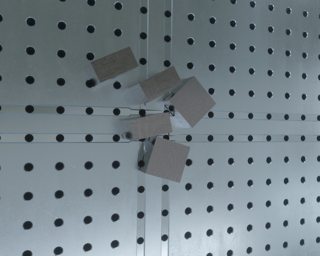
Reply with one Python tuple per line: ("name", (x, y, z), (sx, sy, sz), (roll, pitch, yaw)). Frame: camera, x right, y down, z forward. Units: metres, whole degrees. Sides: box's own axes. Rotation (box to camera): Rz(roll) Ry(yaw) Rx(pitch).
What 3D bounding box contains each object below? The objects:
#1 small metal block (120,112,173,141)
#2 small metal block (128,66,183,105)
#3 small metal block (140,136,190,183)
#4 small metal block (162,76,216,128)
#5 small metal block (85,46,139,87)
("small metal block", (-0.019, -0.002, 0.393), (0.050, 0.050, 0.025), (-12, 95, -20))
("small metal block", (-0.007, -0.054, 0.398), (0.050, 0.050, 0.025), (-30, 100, -18))
("small metal block", (0.007, 0.042, 0.416), (0.050, 0.025, 0.050), (19, 84, -20))
("small metal block", (0.041, -0.035, 0.429), (0.050, 0.025, 0.050), (-45, 104, -15))
("small metal block", (-0.060, -0.073, 0.378), (0.050, 0.050, 0.025), (-28, 100, -18))
